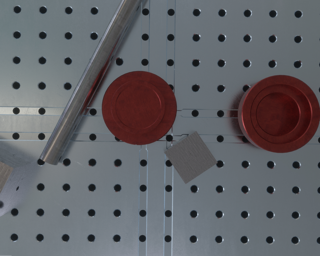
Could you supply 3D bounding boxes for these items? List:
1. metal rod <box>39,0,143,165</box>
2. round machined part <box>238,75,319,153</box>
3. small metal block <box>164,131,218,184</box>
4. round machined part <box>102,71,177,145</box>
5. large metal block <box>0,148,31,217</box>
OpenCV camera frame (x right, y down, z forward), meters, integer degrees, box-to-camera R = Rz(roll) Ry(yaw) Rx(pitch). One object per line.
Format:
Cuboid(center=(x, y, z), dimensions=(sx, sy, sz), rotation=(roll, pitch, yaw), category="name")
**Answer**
Cuboid(center=(-0.079, -0.089, 0.412), dimensions=(0.025, 0.025, 0.299), rotation=(27, 90, 0), category="metal rod")
Cuboid(center=(0.151, -0.018, 0.406), dimensions=(0.099, 0.042, 0.097), rotation=(0, 90, 0), category="round machined part")
Cuboid(center=(0.040, 0.038, 0.414), dimensions=(0.050, 0.025, 0.050), rotation=(-34, 90, 0), category="small metal block")
Cuboid(center=(-0.027, -0.026, 0.404), dimensions=(0.099, 0.042, 0.097), rotation=(0, 90, 0), category="round machined part")
Cuboid(center=(-0.231, 0.065, 0.399), dimensions=(0.080, 0.050, 0.080), rotation=(28, 90, 0), category="large metal block")
